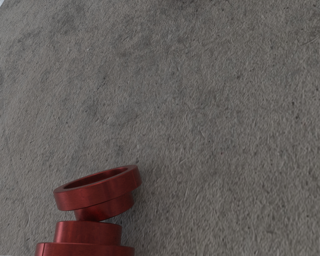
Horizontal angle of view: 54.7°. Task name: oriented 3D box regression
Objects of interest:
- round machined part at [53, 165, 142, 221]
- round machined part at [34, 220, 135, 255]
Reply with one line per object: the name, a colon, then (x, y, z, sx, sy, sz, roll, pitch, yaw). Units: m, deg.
round machined part: (-0.068, 0.077, 0.358, 0.098, 0.098, 0.042, -15, 91, 20)
round machined part: (-0.075, 0.121, 0.320, 0.098, 0.098, 0.042, -9, 64, 24)
